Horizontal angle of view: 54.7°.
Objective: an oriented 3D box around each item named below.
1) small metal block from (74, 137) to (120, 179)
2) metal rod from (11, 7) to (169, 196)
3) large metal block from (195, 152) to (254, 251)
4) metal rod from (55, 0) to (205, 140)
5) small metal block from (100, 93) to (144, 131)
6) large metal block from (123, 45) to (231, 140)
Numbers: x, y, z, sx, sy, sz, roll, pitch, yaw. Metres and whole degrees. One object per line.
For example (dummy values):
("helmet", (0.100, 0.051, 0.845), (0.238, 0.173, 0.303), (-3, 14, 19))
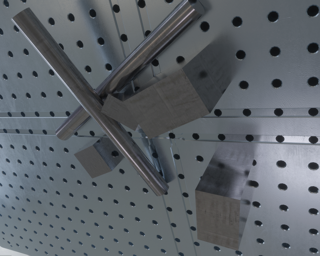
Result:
("small metal block", (-0.101, 0.048, 0.494), (0.050, 0.025, 0.050), (-24, 105, 36))
("metal rod", (-0.078, -0.018, 0.410), (0.025, 0.025, 0.300), (-19, 118, 35))
("large metal block", (0.082, 0.088, 0.387), (0.050, 0.080, 0.079), (8, 122, 24))
("metal rod", (-0.060, -0.058, 0.406), (0.299, 0.025, 0.025), (-35, 99, 38))
("small metal block", (-0.040, -0.022, 0.398), (0.050, 0.050, 0.025), (29, 104, 10))
("large metal block", (0.021, -0.040, 0.340), (0.080, 0.080, 0.050), (-24, 105, 36))
